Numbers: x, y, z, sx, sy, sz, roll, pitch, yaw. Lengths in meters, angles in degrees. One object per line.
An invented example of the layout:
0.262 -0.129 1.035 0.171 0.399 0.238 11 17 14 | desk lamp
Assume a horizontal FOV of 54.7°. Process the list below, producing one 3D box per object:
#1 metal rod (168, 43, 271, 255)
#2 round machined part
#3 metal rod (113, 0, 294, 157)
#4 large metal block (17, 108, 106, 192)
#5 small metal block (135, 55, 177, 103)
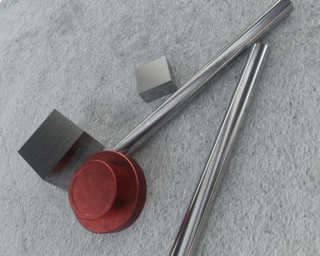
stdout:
0.069 0.028 0.349 0.025 0.025 0.300 13 68 33 | metal rod
-0.069 0.074 0.368 0.098 0.042 0.098 -8 72 25 | round machined part
0.058 -0.065 0.412 0.300 0.025 0.025 -42 51 -1 | metal rod
-0.140 0.030 0.441 0.080 0.050 0.080 31 78 37 | large metal block
-0.006 -0.070 0.449 0.050 0.025 0.050 -21 54 15 | small metal block
